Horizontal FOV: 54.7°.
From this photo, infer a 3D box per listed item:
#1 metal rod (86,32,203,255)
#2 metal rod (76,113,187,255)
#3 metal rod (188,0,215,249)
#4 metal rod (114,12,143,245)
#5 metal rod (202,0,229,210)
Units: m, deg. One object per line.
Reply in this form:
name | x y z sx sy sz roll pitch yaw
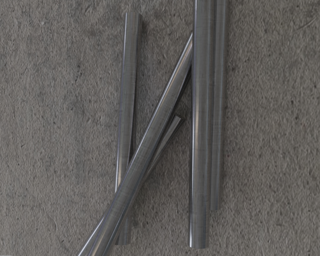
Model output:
metal rod | -0.013 0.021 0.377 0.025 0.025 0.299 23 84 18
metal rod | -0.056 0.107 0.428 0.025 0.025 0.299 36 101 16
metal rod | 0.049 -0.011 0.366 0.025 0.025 0.298 1 90 20
metal rod | -0.043 -0.004 0.406 0.025 0.025 0.298 0 83 20
metal rod | 0.069 -0.050 0.384 0.025 0.025 0.298 2 91 20
